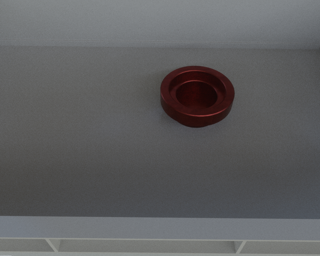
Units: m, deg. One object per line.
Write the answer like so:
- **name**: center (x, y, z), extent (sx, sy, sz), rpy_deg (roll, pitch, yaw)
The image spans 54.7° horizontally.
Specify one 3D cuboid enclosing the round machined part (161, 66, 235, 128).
- **round machined part**: center (0.050, -0.039, 0.427), extent (0.099, 0.042, 0.098), rpy_deg (0, 50, 0)
